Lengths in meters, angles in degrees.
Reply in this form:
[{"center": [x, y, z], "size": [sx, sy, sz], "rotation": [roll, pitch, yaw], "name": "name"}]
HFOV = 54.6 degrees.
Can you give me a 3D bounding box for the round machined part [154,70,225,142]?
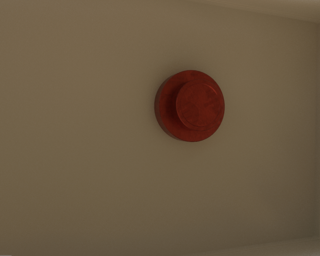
[{"center": [0.045, -0.030, 0.418], "size": [0.099, 0.042, 0.097], "rotation": [0, 90, -20], "name": "round machined part"}]
